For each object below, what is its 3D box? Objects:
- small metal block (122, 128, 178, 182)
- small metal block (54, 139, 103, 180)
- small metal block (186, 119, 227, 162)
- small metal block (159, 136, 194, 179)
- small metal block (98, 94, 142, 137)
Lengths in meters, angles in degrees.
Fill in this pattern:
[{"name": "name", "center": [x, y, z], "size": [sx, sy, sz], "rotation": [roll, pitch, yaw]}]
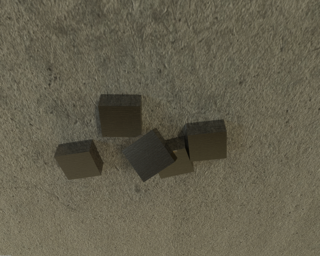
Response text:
[{"name": "small metal block", "center": [-0.013, 0.035, 0.410], "size": [0.050, 0.025, 0.050], "rotation": [-35, 89, 11]}, {"name": "small metal block", "center": [-0.115, 0.046, 0.445], "size": [0.050, 0.025, 0.050], "rotation": [-9, 130, 7]}, {"name": "small metal block", "center": [0.064, 0.018, 0.423], "size": [0.050, 0.025, 0.050], "rotation": [-6, 130, 5]}, {"name": "small metal block", "center": [0.018, 0.043, 0.444], "size": [0.050, 0.025, 0.050], "rotation": [-14, 129, 11]}, {"name": "small metal block", "center": [-0.049, -0.015, 0.394], "size": [0.050, 0.025, 0.050], "rotation": [0, 130, -1]}]
